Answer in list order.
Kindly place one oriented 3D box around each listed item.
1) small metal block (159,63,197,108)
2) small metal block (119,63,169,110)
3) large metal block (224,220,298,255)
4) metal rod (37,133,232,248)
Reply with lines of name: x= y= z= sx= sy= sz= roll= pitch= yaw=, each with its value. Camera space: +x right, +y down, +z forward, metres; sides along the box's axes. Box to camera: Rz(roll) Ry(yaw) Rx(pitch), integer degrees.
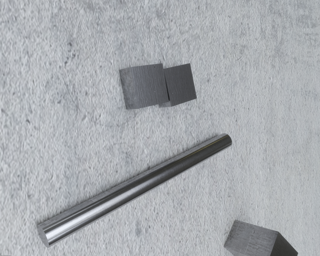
small metal block: x=0.020 y=-0.058 z=0.424 sx=0.050 sy=0.025 sz=0.050 roll=-21 pitch=103 yaw=-38
small metal block: x=-0.020 y=-0.053 z=0.390 sx=0.050 sy=0.025 sz=0.050 roll=-16 pitch=101 yaw=-39
large metal block: x=0.167 y=0.202 z=0.513 sx=0.080 sy=0.080 sz=0.050 roll=46 pitch=63 yaw=-31
metal rod: x=-0.006 y=0.064 z=0.401 sx=0.302 sy=0.025 sz=0.025 roll=-22 pitch=104 yaw=-38
